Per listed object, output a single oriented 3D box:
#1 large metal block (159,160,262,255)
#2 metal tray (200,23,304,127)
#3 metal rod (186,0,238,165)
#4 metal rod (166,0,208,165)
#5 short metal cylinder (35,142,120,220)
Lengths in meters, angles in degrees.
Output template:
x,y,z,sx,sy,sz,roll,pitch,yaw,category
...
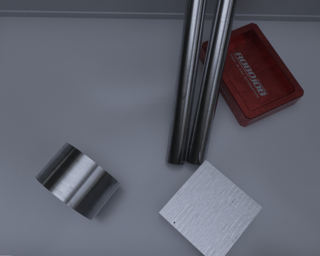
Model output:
x,y,z,sx,sy,sz,roll,pitch,yaw,category
0.055,0.098,0.361,0.080,0.050,0.080,41,75,13,large metal block
0.125,-0.077,0.436,0.091,0.030,0.130,-24,72,-9,metal tray
0.071,-0.101,0.377,0.025,0.025,0.298,10,97,3,metal rod
0.038,-0.103,0.377,0.025,0.025,0.298,7,97,2,metal rod
-0.093,0.061,0.357,0.080,0.080,0.050,35,74,11,short metal cylinder
